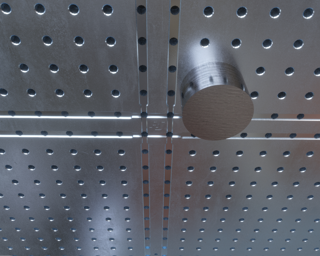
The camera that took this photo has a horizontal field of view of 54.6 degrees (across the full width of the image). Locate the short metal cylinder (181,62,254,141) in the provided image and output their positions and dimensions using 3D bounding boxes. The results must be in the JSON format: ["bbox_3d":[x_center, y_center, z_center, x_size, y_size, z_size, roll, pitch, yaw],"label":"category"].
[{"bbox_3d":[0.065,-0.031,0.369,0.080,0.050,0.080,0,130,0],"label":"short metal cylinder"}]
